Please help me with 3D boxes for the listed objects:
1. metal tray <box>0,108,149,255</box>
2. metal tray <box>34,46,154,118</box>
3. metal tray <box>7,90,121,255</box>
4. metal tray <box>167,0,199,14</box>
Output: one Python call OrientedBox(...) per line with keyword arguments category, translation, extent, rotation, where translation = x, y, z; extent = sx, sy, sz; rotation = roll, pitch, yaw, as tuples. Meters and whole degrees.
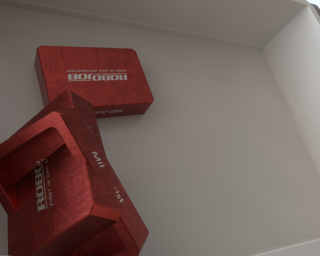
OrientedBox(category="metal tray", translation=(-0.080, 0.060, 0.260), extent=(0.130, 0.090, 0.030), rotation=(61, 15, -2))
OrientedBox(category="metal tray", translation=(-0.082, -0.058, 0.394), extent=(0.131, 0.030, 0.090), rotation=(-7, 65, -31))
OrientedBox(category="metal tray", translation=(-0.091, 0.039, 0.270), extent=(0.030, 0.090, 0.130), rotation=(36, 23, -48))
OrientedBox(category="metal tray", translation=(0.021, -0.283, 0.588), extent=(0.130, 0.030, 0.090), rotation=(31, 52, -8))
